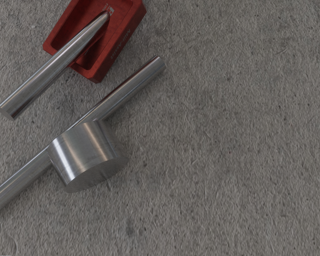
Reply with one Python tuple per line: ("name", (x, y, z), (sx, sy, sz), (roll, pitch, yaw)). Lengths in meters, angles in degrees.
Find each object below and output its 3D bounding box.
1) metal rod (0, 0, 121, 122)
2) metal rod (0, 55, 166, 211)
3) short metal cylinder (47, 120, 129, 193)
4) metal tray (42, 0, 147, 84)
("metal rod", (-0.100, -0.125, 0.425), (0.025, 0.025, 0.301), (30, 62, 10))
("metal rod", (-0.108, 0.005, 0.405), (0.301, 0.025, 0.025), (-43, 76, -14))
("short metal cylinder", (-0.084, 0.034, 0.366), (0.080, 0.080, 0.050), (-28, 73, -10))
("metal tray", (-0.091, -0.140, 0.434), (0.090, 0.030, 0.130), (34, 92, 11))
